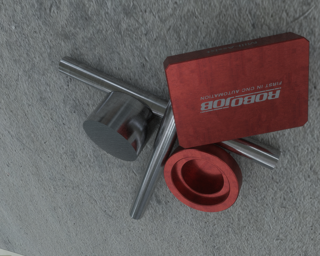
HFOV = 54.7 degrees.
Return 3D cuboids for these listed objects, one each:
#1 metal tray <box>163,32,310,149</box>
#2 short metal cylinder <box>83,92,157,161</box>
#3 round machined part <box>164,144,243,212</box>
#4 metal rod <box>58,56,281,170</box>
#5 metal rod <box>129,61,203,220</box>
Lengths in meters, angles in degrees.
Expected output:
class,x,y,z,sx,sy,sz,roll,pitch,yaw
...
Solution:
class,x,y,z,sx,sy,sz,roll,pitch,yaw
metal tray,0.076,-0.036,0.307,0.131,0.030,0.089,-11,116,2
short metal cylinder,-0.051,-0.001,0.402,0.080,0.050,0.080,25,151,15
round machined part,0.058,0.058,0.403,0.098,0.042,0.097,13,124,21
metal rod,0.002,-0.024,0.393,0.301,0.025,0.025,25,127,12
metal rod,-0.003,0.041,0.412,0.025,0.025,0.298,29,135,9
